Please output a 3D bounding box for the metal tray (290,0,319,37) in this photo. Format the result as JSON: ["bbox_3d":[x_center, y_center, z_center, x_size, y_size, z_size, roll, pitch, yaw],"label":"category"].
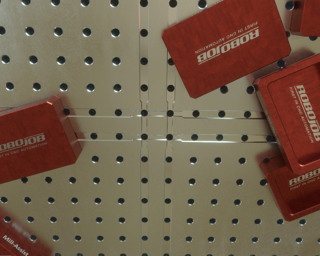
[{"bbox_3d":[0.226,-0.152,0.356,0.131,0.030,0.089,0,110,-1],"label":"metal tray"}]

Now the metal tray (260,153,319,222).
[{"bbox_3d":[0.220,0.068,0.437,0.130,0.030,0.090,-25,108,9],"label":"metal tray"}]

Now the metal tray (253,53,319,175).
[{"bbox_3d":[0.185,-0.018,0.388,0.090,0.030,0.130,-23,94,8],"label":"metal tray"}]

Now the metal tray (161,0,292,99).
[{"bbox_3d":[0.078,-0.103,0.373,0.130,0.030,0.090,-25,108,8],"label":"metal tray"}]

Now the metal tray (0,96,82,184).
[{"bbox_3d":[-0.184,0.018,0.416,0.130,0.030,0.090,-16,110,5],"label":"metal tray"}]

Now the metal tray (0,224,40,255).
[{"bbox_3d":[-0.256,0.208,0.485,0.090,0.030,0.130,-38,106,13],"label":"metal tray"}]
